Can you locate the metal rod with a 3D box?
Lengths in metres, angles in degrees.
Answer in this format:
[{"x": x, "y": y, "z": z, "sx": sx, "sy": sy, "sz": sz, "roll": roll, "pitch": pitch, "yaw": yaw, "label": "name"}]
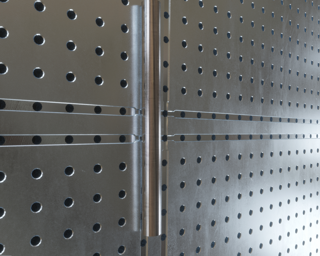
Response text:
[{"x": -0.011, "y": -0.013, "z": 0.401, "sx": 0.025, "sy": 0.025, "sz": 0.298, "roll": 0, "pitch": 90, "yaw": -40, "label": "metal rod"}]
